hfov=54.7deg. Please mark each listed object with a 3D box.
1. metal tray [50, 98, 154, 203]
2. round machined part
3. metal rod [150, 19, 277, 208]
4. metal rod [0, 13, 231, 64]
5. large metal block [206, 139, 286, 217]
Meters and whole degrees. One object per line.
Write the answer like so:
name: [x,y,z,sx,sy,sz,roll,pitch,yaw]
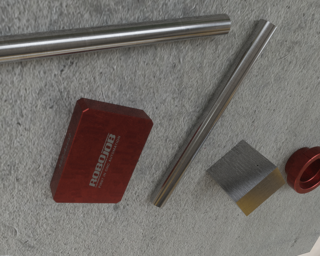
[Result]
metal tray: [-0.074,0.034,0.385,0.091,0.030,0.129,10,113,-33]
round machined part: [0.285,0.076,0.602,0.099,0.042,0.097,-14,125,-21]
metal rod: [0.068,-0.011,0.439,0.025,0.025,0.298,19,108,-36]
metal rod: [-0.059,-0.092,0.318,0.302,0.025,0.025,-14,124,-21]
large metal block: [0.136,0.078,0.497,0.080,0.080,0.050,-41,130,-1]
